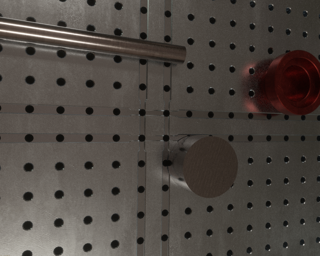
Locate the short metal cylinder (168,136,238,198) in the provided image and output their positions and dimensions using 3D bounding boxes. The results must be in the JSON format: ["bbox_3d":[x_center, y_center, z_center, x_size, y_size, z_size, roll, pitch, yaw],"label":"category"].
[{"bbox_3d":[0.058,0.050,0.422,0.081,0.050,0.079,0,90,-20],"label":"short metal cylinder"}]

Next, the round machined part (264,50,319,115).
[{"bbox_3d":[0.204,-0.068,0.481,0.099,0.042,0.097,0,90,-21],"label":"round machined part"}]

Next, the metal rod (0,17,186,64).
[{"bbox_3d":[-0.111,-0.108,0.371,0.303,0.025,0.025,3,89,-21],"label":"metal rod"}]
